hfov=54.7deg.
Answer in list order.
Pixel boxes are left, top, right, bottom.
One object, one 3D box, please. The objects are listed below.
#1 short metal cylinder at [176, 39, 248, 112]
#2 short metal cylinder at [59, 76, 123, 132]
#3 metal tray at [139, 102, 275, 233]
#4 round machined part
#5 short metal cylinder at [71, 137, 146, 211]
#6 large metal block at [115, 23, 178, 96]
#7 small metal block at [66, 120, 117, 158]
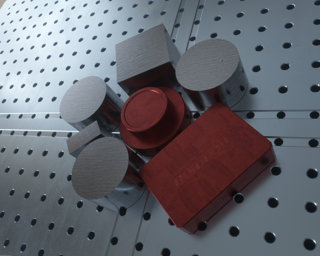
[{"bbox_3d":[0.067,-0.067,0.397,0.080,0.050,0.080,-13,56,21],"label":"short metal cylinder"},{"bbox_3d":[-0.101,-0.030,0.463,0.080,0.050,0.080,-13,56,21],"label":"short metal cylinder"},{"bbox_3d":[0.050,0.041,0.352,0.130,0.030,0.090,-42,51,-1],"label":"metal tray"},{"bbox_3d":[-0.013,-0.016,0.413,0.098,0.042,0.098,-13,56,21],"label":"round machined part"},{"bbox_3d":[-0.062,0.058,0.389,0.080,0.050,0.080,-13,56,21],"label":"short metal cylinder"},{"bbox_3d":[-0.017,-0.096,0.461,0.080,0.050,0.080,-19,54,17],"label":"large metal block"},{"bbox_3d":[-0.090,0.023,0.424,0.050,0.050,0.025,-33,52,7],"label":"small metal block"}]
